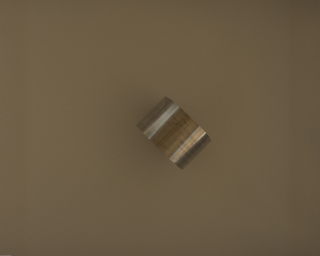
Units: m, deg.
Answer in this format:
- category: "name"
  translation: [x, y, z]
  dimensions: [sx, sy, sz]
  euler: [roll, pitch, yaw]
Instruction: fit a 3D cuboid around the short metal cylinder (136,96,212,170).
- category: "short metal cylinder"
  translation: [0.017, 0.006, 0.384]
  dimensions: [0.080, 0.080, 0.050]
  euler: [44, 90, -1]
